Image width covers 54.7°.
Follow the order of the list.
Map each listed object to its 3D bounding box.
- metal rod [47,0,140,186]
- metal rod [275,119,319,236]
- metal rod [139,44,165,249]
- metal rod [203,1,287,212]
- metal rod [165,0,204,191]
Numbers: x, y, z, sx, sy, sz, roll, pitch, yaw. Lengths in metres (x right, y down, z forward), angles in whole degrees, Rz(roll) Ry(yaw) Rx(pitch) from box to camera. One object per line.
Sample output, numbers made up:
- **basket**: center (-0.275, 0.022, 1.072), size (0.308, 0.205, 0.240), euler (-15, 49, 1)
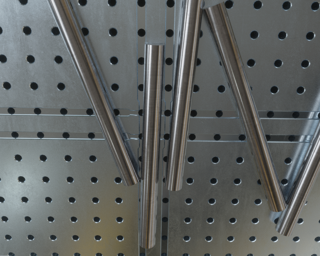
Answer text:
- **metal rod**: center (-0.086, -0.057, 0.390), size (0.025, 0.025, 0.298), euler (-17, 110, 6)
- **metal rod**: center (0.220, 0.021, 0.424), size (0.025, 0.025, 0.298), euler (11, 110, -5)
- **metal rod**: center (-0.013, 0.038, 0.427), size (0.025, 0.025, 0.298), euler (2, 110, -1)
- **metal rod**: center (0.119, -0.014, 0.410), size (0.025, 0.025, 0.299), euler (-21, 109, 7)
- **metal rod**: center (0.031, -0.056, 0.393), size (0.025, 0.025, 0.298), euler (4, 110, -2)
